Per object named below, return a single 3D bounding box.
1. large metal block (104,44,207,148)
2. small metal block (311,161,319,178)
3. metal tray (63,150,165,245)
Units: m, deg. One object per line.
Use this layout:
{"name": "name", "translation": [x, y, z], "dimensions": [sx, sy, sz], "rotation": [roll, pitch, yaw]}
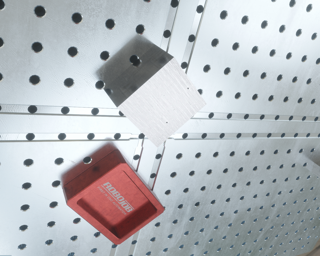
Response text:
{"name": "large metal block", "translation": [-0.005, -0.037, 0.369], "dimensions": [0.080, 0.050, 0.080], "rotation": [-42, 130, 0]}
{"name": "small metal block", "translation": [0.357, 0.090, 0.645], "dimensions": [0.050, 0.050, 0.025], "rotation": [-13, 124, -22]}
{"name": "metal tray", "translation": [-0.060, 0.102, 0.437], "dimensions": [0.090, 0.030, 0.130], "rotation": [-36, 129, -5]}
